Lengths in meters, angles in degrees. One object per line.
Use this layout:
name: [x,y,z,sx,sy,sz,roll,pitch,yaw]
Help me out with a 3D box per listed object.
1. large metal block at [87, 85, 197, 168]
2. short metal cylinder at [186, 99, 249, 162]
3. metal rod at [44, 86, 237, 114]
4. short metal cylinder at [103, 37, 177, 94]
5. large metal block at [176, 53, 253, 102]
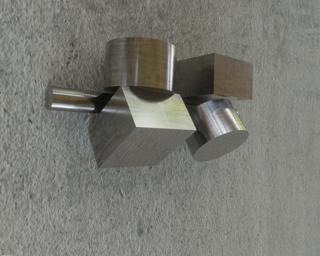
large metal block: [-0.022,0.002,0.344,0.081,0.080,0.050,3,54,-40]
short metal cylinder: [0.073,0.005,0.423,0.081,0.080,0.050,2,54,-40]
metal rod: [0.003,-0.025,0.411,0.302,0.025,0.025,3,88,-40]
short metal cylinder: [-0.022,-0.066,0.351,0.081,0.080,0.050,4,88,-40]
large metal block: [0.070,-0.065,0.428,0.081,0.080,0.050,2,89,-40]
